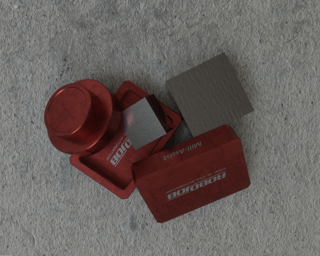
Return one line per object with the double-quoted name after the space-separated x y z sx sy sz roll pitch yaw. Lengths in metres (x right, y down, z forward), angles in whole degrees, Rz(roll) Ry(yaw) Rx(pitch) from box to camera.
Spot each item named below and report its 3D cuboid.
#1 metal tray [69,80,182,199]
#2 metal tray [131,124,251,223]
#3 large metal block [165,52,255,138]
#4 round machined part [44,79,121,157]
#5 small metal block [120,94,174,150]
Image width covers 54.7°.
-0.043 0.015 0.407 0.090 0.030 0.130 35 90 0 "metal tray"
0.041 0.060 0.386 0.131 0.030 0.090 -23 126 0 "metal tray"
0.060 -0.039 0.399 0.080 0.050 0.080 -27 90 0 "large metal block"
-0.101 -0.016 0.381 0.098 0.042 0.098 -8 70 22 "round machined part"
-0.019 -0.007 0.388 0.050 0.025 0.050 -29 93 28 "small metal block"
